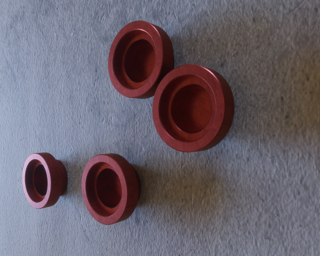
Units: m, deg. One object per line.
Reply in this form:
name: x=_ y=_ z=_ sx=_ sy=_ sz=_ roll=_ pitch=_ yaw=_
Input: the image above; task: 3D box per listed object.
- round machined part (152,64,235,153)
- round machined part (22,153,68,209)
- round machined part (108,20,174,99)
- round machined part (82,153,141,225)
round machined part: x=0.042 y=-0.022 z=0.358 sx=0.098 sy=0.042 sz=0.097 roll=0 pitch=90 yaw=39
round machined part: x=-0.204 y=0.093 z=0.559 sx=0.098 sy=0.042 sz=0.097 roll=0 pitch=90 yaw=39
round machined part: x=-0.020 y=-0.087 z=0.409 sx=0.098 sy=0.042 sz=0.097 roll=0 pitch=90 yaw=39
round machined part: x=-0.066 y=0.085 z=0.446 sx=0.098 sy=0.042 sz=0.097 roll=0 pitch=90 yaw=39
